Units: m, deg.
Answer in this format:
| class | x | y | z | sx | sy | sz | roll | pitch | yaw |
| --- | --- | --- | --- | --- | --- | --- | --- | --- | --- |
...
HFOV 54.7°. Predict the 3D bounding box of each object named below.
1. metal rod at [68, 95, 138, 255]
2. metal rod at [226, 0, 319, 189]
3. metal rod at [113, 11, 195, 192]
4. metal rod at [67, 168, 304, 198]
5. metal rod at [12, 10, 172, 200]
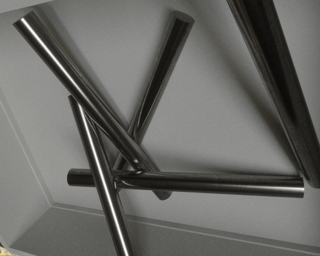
| class | x | y | z | sx | sy | sz | roll | pitch | yaw |
| --- | --- | --- | --- | --- | --- | --- | --- | --- | --- |
| metal rod | -0.061 | 0.100 | 0.398 | 0.025 | 0.025 | 0.298 | -15 | 93 | 34 |
| metal rod | 0.104 | -0.026 | 0.254 | 0.025 | 0.025 | 0.300 | -9 | 141 | 32 |
| metal rod | -0.025 | -0.010 | 0.415 | 0.025 | 0.025 | 0.298 | 31 | 129 | 8 |
| metal rod | 0.021 | 0.070 | 0.401 | 0.301 | 0.025 | 0.025 | 0 | 119 | 14 |
| metal rod | -0.065 | -0.006 | 0.389 | 0.025 | 0.025 | 0.299 | -12 | 128 | 33 |
